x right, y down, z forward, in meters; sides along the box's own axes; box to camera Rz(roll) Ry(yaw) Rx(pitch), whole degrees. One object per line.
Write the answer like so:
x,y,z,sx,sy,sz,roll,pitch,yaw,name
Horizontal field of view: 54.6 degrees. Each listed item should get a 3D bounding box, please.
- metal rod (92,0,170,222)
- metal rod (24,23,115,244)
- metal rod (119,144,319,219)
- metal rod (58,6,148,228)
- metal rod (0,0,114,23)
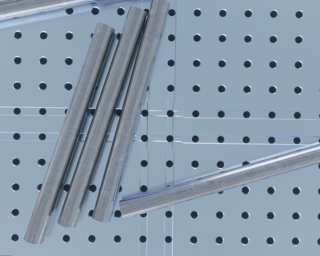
-0.038,-0.023,0.413,0.025,0.025,0.299,16,90,0,metal rod
-0.120,0.007,0.412,0.025,0.025,0.299,19,90,0,metal rod
0.094,0.068,0.413,0.301,0.025,0.025,-16,90,0,metal rod
-0.076,-0.014,0.412,0.025,0.025,0.299,19,90,0,metal rod
-0.131,-0.170,0.412,0.301,0.025,0.025,-11,90,0,metal rod
